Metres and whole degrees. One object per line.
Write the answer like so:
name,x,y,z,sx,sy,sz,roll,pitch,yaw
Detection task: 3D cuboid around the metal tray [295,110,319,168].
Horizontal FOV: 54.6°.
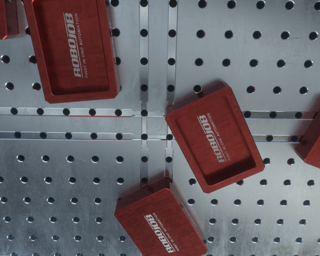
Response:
metal tray,0.267,0.024,0.421,0.131,0.030,0.089,21,109,-8

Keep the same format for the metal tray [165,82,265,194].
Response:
metal tray,0.074,0.015,0.416,0.090,0.030,0.130,-25,108,9

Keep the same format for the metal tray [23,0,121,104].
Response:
metal tray,-0.102,-0.098,0.373,0.090,0.030,0.129,-5,110,1

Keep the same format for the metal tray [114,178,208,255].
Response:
metal tray,0.003,0.149,0.465,0.090,0.030,0.130,-27,108,9

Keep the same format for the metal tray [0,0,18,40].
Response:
metal tray,-0.215,-0.170,0.346,0.090,0.030,0.129,4,110,-2
